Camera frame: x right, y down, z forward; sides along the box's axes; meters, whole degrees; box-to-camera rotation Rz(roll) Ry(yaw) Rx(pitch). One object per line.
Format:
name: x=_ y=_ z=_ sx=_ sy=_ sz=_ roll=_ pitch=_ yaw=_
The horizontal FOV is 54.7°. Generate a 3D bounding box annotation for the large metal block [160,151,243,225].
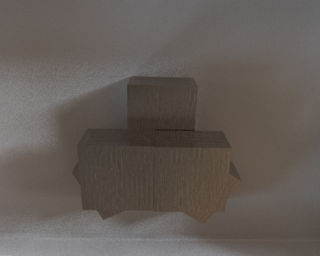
large metal block: x=0.049 y=0.070 z=0.421 sx=0.080 sy=0.050 sz=0.080 roll=33 pitch=107 yaw=-11

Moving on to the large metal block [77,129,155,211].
large metal block: x=-0.047 y=0.047 z=0.360 sx=0.081 sy=0.050 sz=0.079 roll=1 pitch=110 yaw=-1

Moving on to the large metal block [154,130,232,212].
large metal block: x=0.034 y=0.049 z=0.360 sx=0.081 sy=0.050 sz=0.079 roll=1 pitch=110 yaw=-1

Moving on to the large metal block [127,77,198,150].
large metal block: x=0.002 y=-0.020 z=0.389 sx=0.081 sy=0.050 sz=0.079 roll=1 pitch=110 yaw=-1

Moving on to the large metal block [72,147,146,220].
large metal block: x=-0.057 y=0.065 z=0.419 sx=0.080 sy=0.050 sz=0.080 roll=-25 pitch=108 yaw=8
